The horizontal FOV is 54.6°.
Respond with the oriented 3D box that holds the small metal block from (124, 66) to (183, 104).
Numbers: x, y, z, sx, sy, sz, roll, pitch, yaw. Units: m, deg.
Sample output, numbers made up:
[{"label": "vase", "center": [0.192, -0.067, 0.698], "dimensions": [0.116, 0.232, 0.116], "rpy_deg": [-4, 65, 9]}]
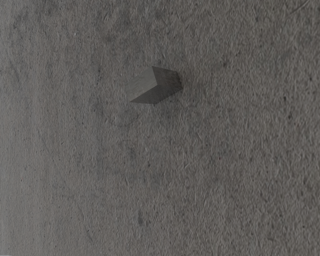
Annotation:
[{"label": "small metal block", "center": [-0.008, -0.053, 0.396], "dimensions": [0.050, 0.050, 0.025], "rpy_deg": [-26, 74, 37]}]
